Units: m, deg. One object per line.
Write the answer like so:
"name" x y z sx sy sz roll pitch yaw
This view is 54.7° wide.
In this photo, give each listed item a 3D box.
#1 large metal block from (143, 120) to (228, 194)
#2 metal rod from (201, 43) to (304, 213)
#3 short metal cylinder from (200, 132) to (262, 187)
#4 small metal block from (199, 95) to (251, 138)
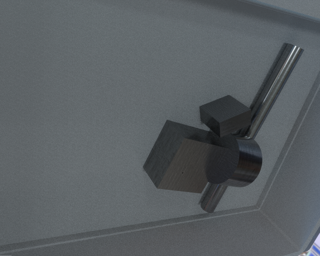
"large metal block" 0.035 0.042 0.440 0.081 0.050 0.080 14 111 -35
"metal rod" 0.139 0.012 0.494 0.025 0.025 0.298 10 113 -33
"short metal cylinder" 0.102 0.046 0.460 0.050 0.080 0.080 15 111 -35
"small metal block" 0.091 -0.018 0.433 0.050 0.050 0.025 -22 127 -16
